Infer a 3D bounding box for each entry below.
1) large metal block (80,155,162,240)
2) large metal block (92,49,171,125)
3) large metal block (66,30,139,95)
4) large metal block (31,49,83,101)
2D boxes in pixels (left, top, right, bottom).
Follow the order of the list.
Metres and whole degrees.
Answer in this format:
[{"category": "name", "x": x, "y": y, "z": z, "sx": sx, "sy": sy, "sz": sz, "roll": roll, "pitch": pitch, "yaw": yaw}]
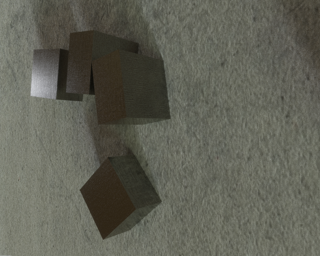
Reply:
[{"category": "large metal block", "x": -0.057, "y": 0.095, "z": 0.433, "sx": 0.080, "sy": 0.050, "sz": 0.080, "roll": -48, "pitch": 62, "yaw": 29}, {"category": "large metal block", "x": -0.035, "y": -0.047, "z": 0.396, "sx": 0.050, "sy": 0.081, "sz": 0.080, "roll": -11, "pitch": 83, "yaw": 39}, {"category": "large metal block", "x": -0.079, "y": -0.085, "z": 0.432, "sx": 0.050, "sy": 0.081, "sz": 0.079, "roll": 9, "pitch": 96, "yaw": 39}, {"category": "large metal block", "x": -0.174, "y": -0.090, "z": 0.529, "sx": 0.080, "sy": 0.050, "sz": 0.079, "roll": 10, "pitch": 97, "yaw": 39}]
